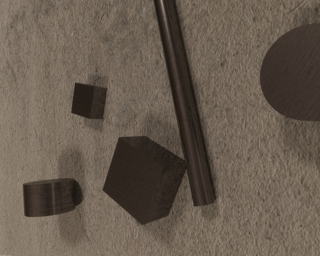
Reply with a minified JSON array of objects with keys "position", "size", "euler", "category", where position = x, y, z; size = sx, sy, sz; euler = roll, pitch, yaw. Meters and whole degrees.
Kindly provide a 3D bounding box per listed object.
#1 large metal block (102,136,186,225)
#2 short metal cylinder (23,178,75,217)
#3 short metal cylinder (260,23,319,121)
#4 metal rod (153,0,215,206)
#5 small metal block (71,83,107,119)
[{"position":[-0.021,0.064,0.404],"size":[0.080,0.050,0.079],"euler":[30,109,35],"category":"large metal block"},{"position":[-0.185,0.114,0.518],"size":[0.080,0.081,0.050],"euler":[-7,85,39],"category":"short metal cylinder"},{"position":[0.138,-0.046,0.274],"size":[0.080,0.050,0.079],"euler":[0,90,39],"category":"short metal cylinder"},{"position":[0.024,-0.056,0.382],"size":[0.025,0.025,0.298],"euler":[-17,79,38],"category":"metal rod"},{"position":[-0.114,-0.044,0.496],"size":[0.050,0.025,0.050],"euler":[16,100,38],"category":"small metal block"}]
